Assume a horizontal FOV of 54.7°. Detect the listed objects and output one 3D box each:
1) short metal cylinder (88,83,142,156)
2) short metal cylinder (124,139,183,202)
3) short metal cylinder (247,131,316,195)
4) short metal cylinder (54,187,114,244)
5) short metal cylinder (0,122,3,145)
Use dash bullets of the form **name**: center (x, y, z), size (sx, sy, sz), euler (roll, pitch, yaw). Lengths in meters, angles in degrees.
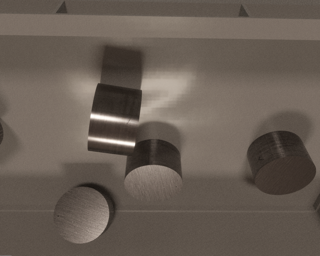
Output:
- **short metal cylinder**: center (-0.053, -0.009, 0.364), size (0.050, 0.080, 0.079), euler (8, 130, -8)
- **short metal cylinder**: center (-0.009, 0.062, 0.445), size (0.081, 0.050, 0.079), euler (0, 130, 0)
- **short metal cylinder**: center (0.169, 0.050, 0.438), size (0.081, 0.050, 0.079), euler (0, 130, 0)
- **short metal cylinder**: center (-0.114, 0.131, 0.474), size (0.081, 0.080, 0.050), euler (0, 167, -1)
- **short metal cylinder**: center (-0.244, 0.010, 0.378), size (0.050, 0.080, 0.080), euler (-36, 122, 26)
